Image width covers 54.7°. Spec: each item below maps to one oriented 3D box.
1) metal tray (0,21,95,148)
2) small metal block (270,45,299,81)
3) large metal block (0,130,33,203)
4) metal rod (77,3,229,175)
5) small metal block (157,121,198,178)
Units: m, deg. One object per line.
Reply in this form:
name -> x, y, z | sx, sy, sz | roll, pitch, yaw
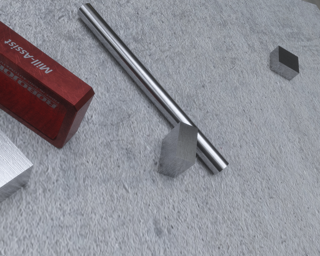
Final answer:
metal tray -> -0.138, -0.044, 0.314 | 0.130, 0.090, 0.030 | 36, 51, -5
small metal block -> 0.249, -0.130, 0.621 | 0.050, 0.025, 0.050 | 25, 53, -13
large metal block -> -0.175, 0.036, 0.272 | 0.080, 0.050, 0.080 | 46, 51, 3
metal rod -> -0.013, -0.058, 0.433 | 0.300, 0.025, 0.025 | 50, 51, 6
small metal block -> 0.022, 0.028, 0.384 | 0.025, 0.050, 0.050 | 21, 54, -16
